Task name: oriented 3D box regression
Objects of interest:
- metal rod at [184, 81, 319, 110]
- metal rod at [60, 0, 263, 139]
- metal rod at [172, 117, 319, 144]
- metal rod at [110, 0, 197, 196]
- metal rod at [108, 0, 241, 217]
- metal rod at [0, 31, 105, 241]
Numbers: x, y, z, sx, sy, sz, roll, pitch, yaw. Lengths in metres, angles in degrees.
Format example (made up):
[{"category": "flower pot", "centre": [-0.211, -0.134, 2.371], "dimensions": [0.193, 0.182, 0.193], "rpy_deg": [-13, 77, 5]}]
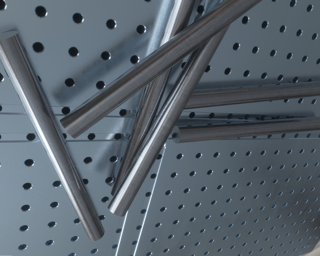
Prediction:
[{"category": "metal rod", "centre": [0.160, -0.053, 0.464], "dimensions": [0.302, 0.025, 0.025], "rpy_deg": [-7, 122, -25]}, {"category": "metal rod", "centre": [0.023, -0.089, 0.334], "dimensions": [0.301, 0.025, 0.025], "rpy_deg": [-37, 129, -4]}, {"category": "metal rod", "centre": [0.157, 0.000, 0.495], "dimensions": [0.302, 0.025, 0.025], "rpy_deg": [-4, 120, -27]}, {"category": "metal rod", "centre": [-0.010, -0.039, 0.380], "dimensions": [0.025, 0.025, 0.298], "rpy_deg": [6, 115, -31]}, {"category": "metal rod", "centre": [0.016, -0.024, 0.380], "dimensions": [0.025, 0.025, 0.299], "rpy_deg": [24, 98, -37]}, {"category": "metal rod", "centre": [-0.117, 0.035, 0.368], "dimensions": [0.025, 0.025, 0.299], "rpy_deg": [-22, 127, -15]}]
